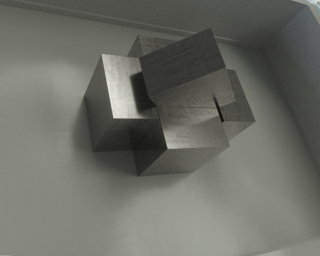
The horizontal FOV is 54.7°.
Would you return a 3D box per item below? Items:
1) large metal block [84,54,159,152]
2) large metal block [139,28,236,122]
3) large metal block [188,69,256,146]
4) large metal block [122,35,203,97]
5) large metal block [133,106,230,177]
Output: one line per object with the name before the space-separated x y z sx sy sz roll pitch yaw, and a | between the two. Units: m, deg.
large metal block | -0.048 -0.026 0.359 0.050 0.080 0.080 0 62 -28
large metal block | 0.033 -0.053 0.346 0.080 0.080 0.050 45 27 -62
large metal block | 0.071 -0.024 0.419 0.050 0.080 0.080 0 62 -29
large metal block | -0.002 -0.071 0.411 0.081 0.080 0.050 0 62 -28
large metal block | 0.021 0.017 0.369 0.081 0.080 0.050 0 62 -28
